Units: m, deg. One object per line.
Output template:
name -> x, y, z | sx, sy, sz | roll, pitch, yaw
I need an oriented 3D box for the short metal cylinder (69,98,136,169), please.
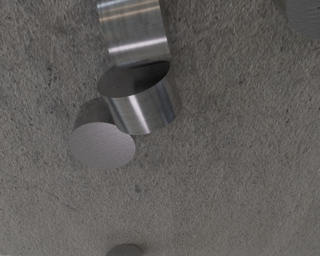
short metal cylinder -> -0.070, 0.008, 0.396 | 0.081, 0.050, 0.079 | 0, 130, 0

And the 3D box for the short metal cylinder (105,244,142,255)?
short metal cylinder -> -0.068, 0.277, 0.606 | 0.080, 0.080, 0.050 | -7, 130, 6

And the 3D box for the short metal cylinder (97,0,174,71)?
short metal cylinder -> -0.020, -0.097, 0.288 | 0.050, 0.080, 0.080 | -10, 130, 8

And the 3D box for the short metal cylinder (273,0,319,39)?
short metal cylinder -> 0.149, -0.129, 0.282 | 0.081, 0.050, 0.079 | 0, 130, 0

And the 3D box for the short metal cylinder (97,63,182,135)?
short metal cylinder -> -0.021, -0.038, 0.338 | 0.080, 0.080, 0.050 | -13, 129, 10
